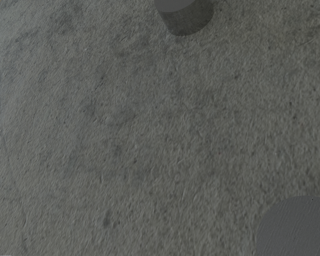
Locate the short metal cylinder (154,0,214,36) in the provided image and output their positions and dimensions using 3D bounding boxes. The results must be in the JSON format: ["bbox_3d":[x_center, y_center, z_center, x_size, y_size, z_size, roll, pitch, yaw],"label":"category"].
[{"bbox_3d":[0.038,-0.192,0.484,0.080,0.050,0.080,-13,56,20],"label":"short metal cylinder"}]

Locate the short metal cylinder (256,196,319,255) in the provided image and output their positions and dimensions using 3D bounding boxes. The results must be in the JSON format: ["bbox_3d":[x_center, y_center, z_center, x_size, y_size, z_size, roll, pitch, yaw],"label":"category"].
[{"bbox_3d":[0.126,0.103,0.258,0.080,0.050,0.080,-13,56,20],"label":"short metal cylinder"}]
